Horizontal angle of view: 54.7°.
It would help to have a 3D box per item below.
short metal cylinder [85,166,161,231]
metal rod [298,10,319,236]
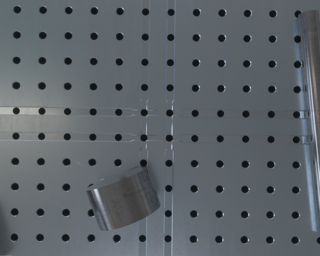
[{"bbox_3d":[-0.045,0.085,0.385,0.080,0.080,0.050,-20,90,0],"label":"short metal cylinder"},{"bbox_3d":[0.213,-0.005,0.414,0.025,0.025,0.298,-6,90,0],"label":"metal rod"}]
